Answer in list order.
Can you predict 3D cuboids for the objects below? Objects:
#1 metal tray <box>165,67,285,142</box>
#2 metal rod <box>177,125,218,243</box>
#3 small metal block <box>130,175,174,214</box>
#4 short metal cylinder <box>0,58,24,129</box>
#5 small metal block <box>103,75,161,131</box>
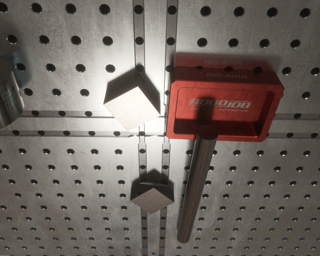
[{"bbox_3d":[0.075,-0.026,0.386,0.131,0.030,0.089,2,130,-3],"label":"metal tray"},{"bbox_3d":[0.051,0.107,0.481,0.025,0.025,0.298,2,137,-2],"label":"metal rod"},{"bbox_3d":[-0.012,0.110,0.505,0.050,0.025,0.050,-33,123,25],"label":"small metal block"},{"bbox_3d":[-0.199,-0.038,0.341,0.081,0.080,0.050,1,130,-1],"label":"short metal cylinder"},{"bbox_3d":[-0.034,-0.030,0.386,0.050,0.025,0.050,-25,126,19],"label":"small metal block"}]
